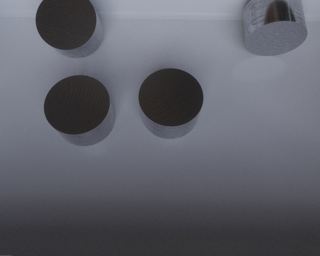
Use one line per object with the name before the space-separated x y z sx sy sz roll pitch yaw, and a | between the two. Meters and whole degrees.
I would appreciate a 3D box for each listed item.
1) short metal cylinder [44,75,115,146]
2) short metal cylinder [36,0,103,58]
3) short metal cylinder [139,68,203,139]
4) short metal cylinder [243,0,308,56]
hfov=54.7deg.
short metal cylinder | -0.102 -0.021 0.403 0.081 0.050 0.080 0 70 0
short metal cylinder | -0.124 -0.143 0.435 0.081 0.050 0.080 0 90 0
short metal cylinder | 0.014 -0.031 0.408 0.081 0.050 0.080 0 70 0
short metal cylinder | 0.159 -0.144 0.434 0.080 0.080 0.050 1 70 0
